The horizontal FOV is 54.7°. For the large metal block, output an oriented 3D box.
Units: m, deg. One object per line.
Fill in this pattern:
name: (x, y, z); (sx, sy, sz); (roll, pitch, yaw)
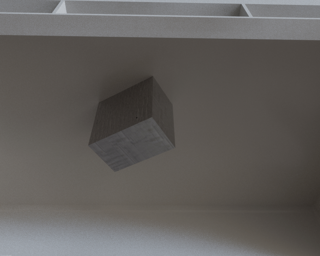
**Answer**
large metal block: (-0.031, -0.005, 0.368); (0.080, 0.080, 0.050); (-23, 127, 18)
